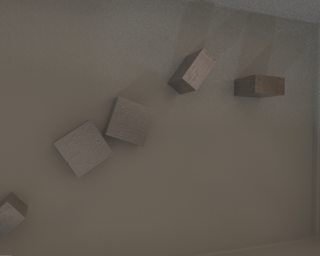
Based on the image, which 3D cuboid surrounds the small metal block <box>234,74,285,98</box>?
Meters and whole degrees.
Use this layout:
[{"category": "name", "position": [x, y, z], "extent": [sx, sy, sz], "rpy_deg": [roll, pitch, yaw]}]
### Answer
[{"category": "small metal block", "position": [0.144, -0.060, 0.452], "extent": [0.050, 0.050, 0.025], "rpy_deg": [2, 90, -20]}]

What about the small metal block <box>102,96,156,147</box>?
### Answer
[{"category": "small metal block", "position": [-0.040, -0.008, 0.397], "extent": [0.050, 0.025, 0.050], "rpy_deg": [20, 83, -19]}]

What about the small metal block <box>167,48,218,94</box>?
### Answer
[{"category": "small metal block", "position": [0.042, -0.074, 0.414], "extent": [0.025, 0.050, 0.050], "rpy_deg": [39, 78, -16]}]

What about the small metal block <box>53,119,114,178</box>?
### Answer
[{"category": "small metal block", "position": [-0.093, 0.024, 0.377], "extent": [0.050, 0.025, 0.050], "rpy_deg": [-36, 102, -17]}]

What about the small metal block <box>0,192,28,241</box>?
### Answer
[{"category": "small metal block", "position": [-0.173, 0.101, 0.334], "extent": [0.050, 0.050, 0.025], "rpy_deg": [-44, 104, -15]}]
